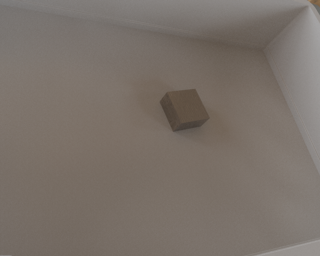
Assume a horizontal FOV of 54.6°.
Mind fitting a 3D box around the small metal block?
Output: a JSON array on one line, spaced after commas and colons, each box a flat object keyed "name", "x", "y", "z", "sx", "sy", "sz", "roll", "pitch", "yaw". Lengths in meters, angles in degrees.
[{"name": "small metal block", "x": 0.035, "y": -0.026, "z": 0.440, "sx": 0.050, "sy": 0.025, "sz": 0.050, "roll": -11, "pitch": 67, "yaw": -33}]
